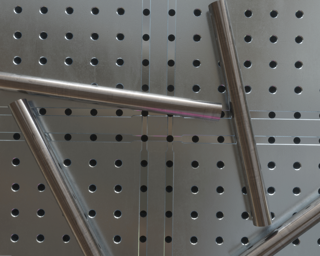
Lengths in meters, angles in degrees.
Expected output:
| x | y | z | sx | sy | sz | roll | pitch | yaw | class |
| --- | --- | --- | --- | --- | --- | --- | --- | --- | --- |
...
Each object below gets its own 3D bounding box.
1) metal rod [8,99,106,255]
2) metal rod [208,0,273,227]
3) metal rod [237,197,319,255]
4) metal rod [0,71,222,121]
| x | y | z | sx | sy | sz | roll | pitch | yaw | class |
| --- | --- | --- | --- | --- | --- | --- | --- | --- | --- |
| -0.122 | 0.100 | 0.412 | 0.025 | 0.025 | 0.299 | -27 | 90 | 0 | metal rod |
| 0.107 | -0.019 | 0.413 | 0.025 | 0.025 | 0.299 | -12 | 90 | 0 | metal rod |
| 0.226 | 0.099 | 0.414 | 0.301 | 0.025 | 0.025 | -36 | 90 | 0 | metal rod |
| -0.070 | -0.042 | 0.412 | 0.302 | 0.025 | 0.025 | 8 | 90 | 0 | metal rod |
